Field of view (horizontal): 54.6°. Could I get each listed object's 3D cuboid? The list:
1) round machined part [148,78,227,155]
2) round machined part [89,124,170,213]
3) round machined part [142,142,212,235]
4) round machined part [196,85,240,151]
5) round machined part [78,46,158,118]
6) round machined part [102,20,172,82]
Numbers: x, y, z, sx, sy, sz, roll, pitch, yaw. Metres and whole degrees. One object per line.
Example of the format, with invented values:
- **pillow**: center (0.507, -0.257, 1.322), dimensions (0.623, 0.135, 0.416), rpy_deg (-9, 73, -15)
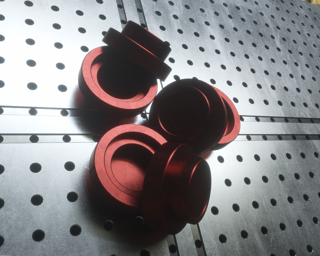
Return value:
- **round machined part**: center (0.031, -0.015, 0.384), dimensions (0.098, 0.098, 0.042), rpy_deg (63, 12, 17)
- **round machined part**: center (-0.031, 0.048, 0.350), dimensions (0.099, 0.042, 0.098), rpy_deg (13, 56, -21)
- **round machined part**: center (0.024, 0.065, 0.333), dimensions (0.099, 0.042, 0.097), rpy_deg (-15, 107, -60)
- **round machined part**: center (0.060, -0.012, 0.436), dimensions (0.099, 0.042, 0.098), rpy_deg (13, 56, -21)
- **round machined part**: center (-0.056, -0.054, 0.399), dimensions (0.099, 0.042, 0.098), rpy_deg (13, 56, -21)
- **round machined part**: center (-0.024, -0.106, 0.413), dimensions (0.098, 0.042, 0.098), rpy_deg (33, 7, -4)
